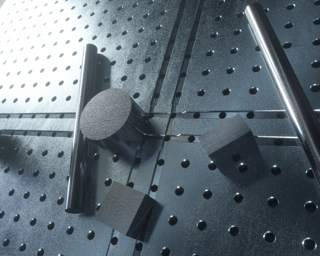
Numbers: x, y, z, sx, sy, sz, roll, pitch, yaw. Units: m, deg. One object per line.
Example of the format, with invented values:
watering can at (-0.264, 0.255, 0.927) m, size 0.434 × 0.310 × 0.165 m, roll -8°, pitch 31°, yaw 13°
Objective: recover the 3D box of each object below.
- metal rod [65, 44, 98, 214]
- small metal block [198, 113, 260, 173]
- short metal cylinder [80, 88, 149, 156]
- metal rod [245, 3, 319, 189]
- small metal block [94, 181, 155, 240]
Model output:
metal rod at (-0.118, -0.018, 0.481) m, size 0.025 × 0.025 × 0.299 m, roll -16°, pitch 55°, yaw 19°
small metal block at (0.077, 0.018, 0.341) m, size 0.050 × 0.050 × 0.025 m, roll -31°, pitch 52°, yaw 8°
short metal cylinder at (-0.063, -0.008, 0.430) m, size 0.080 × 0.050 × 0.080 m, roll -13°, pitch 56°, yaw 21°
metal rod at (0.149, -0.044, 0.356) m, size 0.025 × 0.025 × 0.299 m, roll -19°, pitch 54°, yaw 17°
small metal block at (-0.042, 0.097, 0.371) m, size 0.050 × 0.025 × 0.050 m, roll 15°, pitch 69°, yaw 34°
